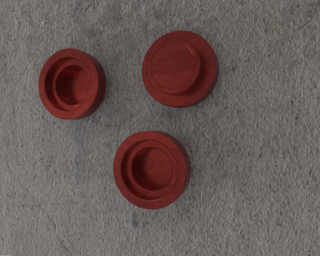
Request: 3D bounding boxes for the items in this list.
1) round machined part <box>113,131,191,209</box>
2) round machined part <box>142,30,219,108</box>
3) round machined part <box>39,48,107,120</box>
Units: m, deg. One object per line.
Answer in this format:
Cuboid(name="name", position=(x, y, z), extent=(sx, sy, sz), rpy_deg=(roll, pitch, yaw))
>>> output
Cuboid(name="round machined part", position=(-0.007, 0.052, 0.402), extent=(0.098, 0.042, 0.097), rpy_deg=(0, 90, 20))
Cuboid(name="round machined part", position=(0.022, -0.075, 0.392), extent=(0.098, 0.042, 0.097), rpy_deg=(0, 90, 20))
Cuboid(name="round machined part", position=(-0.119, -0.060, 0.442), extent=(0.098, 0.042, 0.097), rpy_deg=(0, 90, 20))
